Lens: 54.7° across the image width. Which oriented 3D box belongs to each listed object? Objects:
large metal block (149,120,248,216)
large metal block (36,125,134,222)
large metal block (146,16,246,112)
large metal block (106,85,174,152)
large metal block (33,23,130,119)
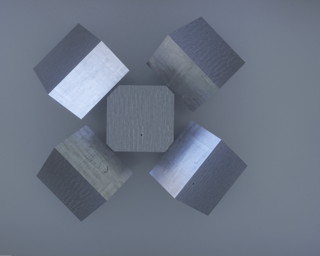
[{"bbox_3d":[0.049,0.050,0.376,0.080,0.050,0.080,-52,135,-1],"label":"large metal block"},{"bbox_3d":[-0.093,0.057,0.376,0.080,0.050,0.080,46,134,-1],"label":"large metal block"},{"bbox_3d":[0.045,-0.079,0.377,0.080,0.050,0.080,47,47,0],"label":"large metal block"},{"bbox_3d":[-0.023,-0.011,0.396,0.081,0.050,0.080,1,90,0],"label":"large metal block"},{"bbox_3d":[-0.097,-0.070,0.373,0.080,0.080,0.050,-46,134,0],"label":"large metal block"}]
